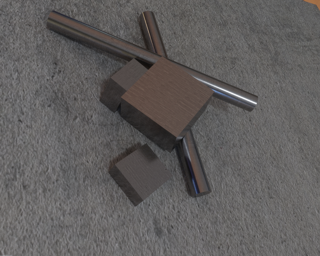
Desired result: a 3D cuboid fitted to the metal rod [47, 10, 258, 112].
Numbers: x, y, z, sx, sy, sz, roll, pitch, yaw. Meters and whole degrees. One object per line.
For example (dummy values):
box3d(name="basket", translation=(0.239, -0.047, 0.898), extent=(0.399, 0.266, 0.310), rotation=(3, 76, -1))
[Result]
box3d(name="metal rod", translation=(-0.006, -0.090, 0.428), extent=(0.302, 0.025, 0.025), rotation=(22, 53, -5))

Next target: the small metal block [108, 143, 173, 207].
box3d(name="small metal block", translation=(-0.022, 0.054, 0.360), extent=(0.050, 0.025, 0.050), rotation=(-34, 81, -38))

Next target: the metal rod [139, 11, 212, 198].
box3d(name="metal rod", translation=(0.015, -0.050, 0.443), extent=(0.025, 0.025, 0.299), rotation=(-1, 62, -29))

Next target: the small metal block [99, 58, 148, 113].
box3d(name="small metal block", translation=(-0.046, -0.054, 0.397), extent=(0.025, 0.050, 0.050), rotation=(40, 51, 0))

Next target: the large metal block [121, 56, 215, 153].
box3d(name="large metal block", translation=(0.008, -0.030, 0.390), extent=(0.080, 0.050, 0.080), rotation=(36, 66, 10))
